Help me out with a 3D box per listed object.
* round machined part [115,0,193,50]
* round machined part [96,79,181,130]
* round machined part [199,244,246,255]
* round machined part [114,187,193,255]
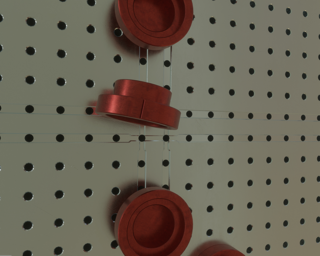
[{"bbox_3d":[-0.010,-0.149,0.401,0.099,0.042,0.097,0,90,-21],"label":"round machined part"},{"bbox_3d":[-0.023,-0.028,0.366,0.099,0.098,0.042,13,86,-20],"label":"round machined part"},{"bbox_3d":[0.093,0.222,0.440,0.099,0.042,0.097,0,90,-20],"label":"round machined part"},{"bbox_3d":[-0.010,0.125,0.401,0.099,0.042,0.097,0,90,-21],"label":"round machined part"}]
